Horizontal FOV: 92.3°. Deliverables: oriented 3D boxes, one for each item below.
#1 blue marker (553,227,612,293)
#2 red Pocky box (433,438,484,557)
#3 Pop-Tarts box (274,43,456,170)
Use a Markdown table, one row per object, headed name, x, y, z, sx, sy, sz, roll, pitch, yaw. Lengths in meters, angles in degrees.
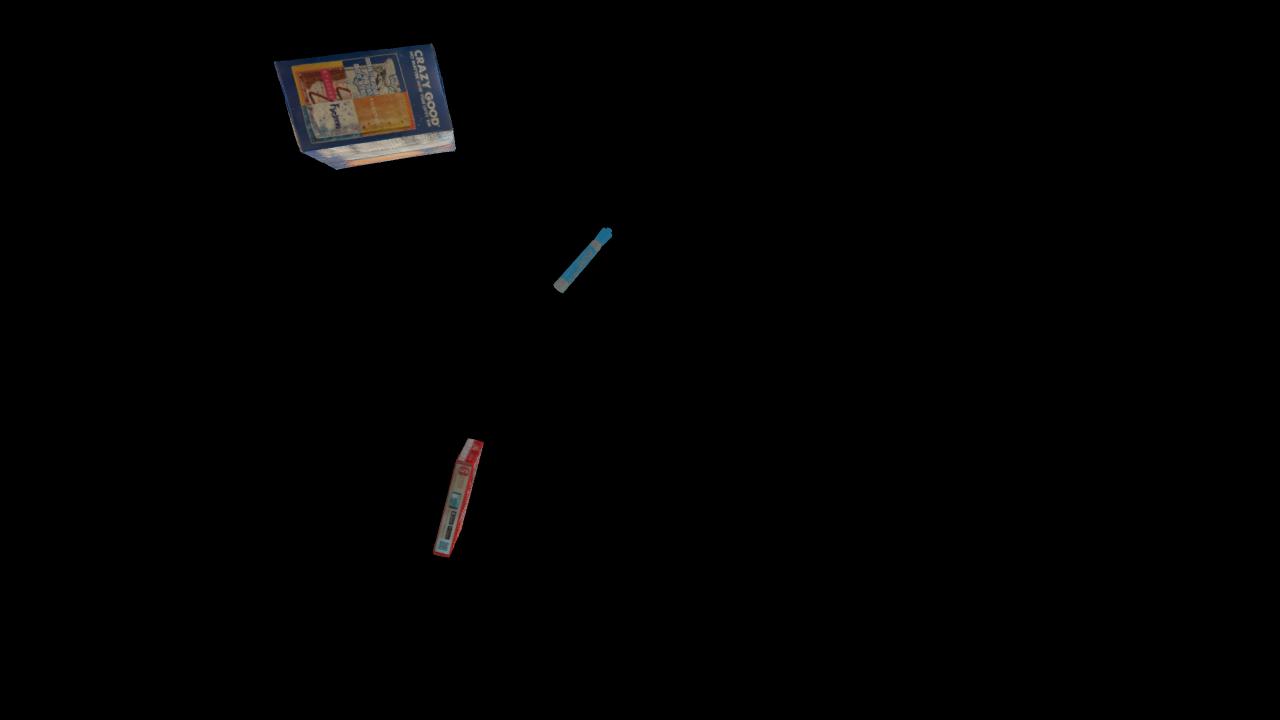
| name | x | y | z | sx | sy | sz | roll | pitch | yaw |
| --- | --- | --- | --- | --- | --- | --- | --- | --- | --- |
| blue marker | -0.081 | -0.148 | 0.897 | 0.020 | 0.121 | 0.020 | 36 | -13 | 10 |
| red Pocky box | -0.264 | 0.200 | 0.899 | 0.028 | 0.155 | 0.083 | 16 | 14 | -9 |
| Pop-Tarts box | -0.273 | -0.258 | 0.642 | 0.141 | 0.083 | 0.167 | -13 | 15 | -13 |
